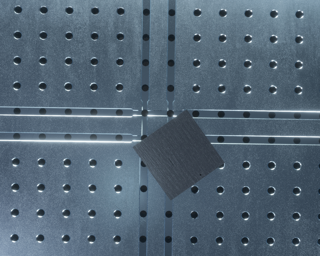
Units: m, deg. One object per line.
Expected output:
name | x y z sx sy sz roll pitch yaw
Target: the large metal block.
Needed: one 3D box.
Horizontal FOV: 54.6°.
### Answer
large metal block | 0.023 0.033 0.401 0.080 0.050 0.080 -35 90 0
